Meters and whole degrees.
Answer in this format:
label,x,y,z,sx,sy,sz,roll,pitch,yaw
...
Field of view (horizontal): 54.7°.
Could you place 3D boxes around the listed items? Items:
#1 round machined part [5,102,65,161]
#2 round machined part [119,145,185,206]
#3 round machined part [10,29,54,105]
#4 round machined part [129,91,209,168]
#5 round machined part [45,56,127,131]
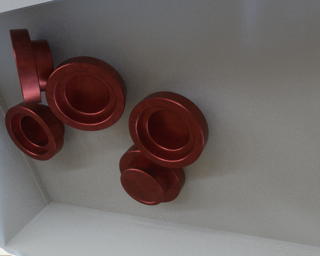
label,x,y,z,sx,sy,sz,roll,pitch,yaw
round machined part,-0.194,0.001,0.498,0.098,0.042,0.097,13,124,20
round machined part,-0.017,0.072,0.444,0.098,0.042,0.097,16,130,20
round machined part,-0.167,-0.082,0.412,0.098,0.042,0.097,169,90,-67
round machined part,0.014,-0.001,0.388,0.098,0.042,0.097,13,124,20
round machined part,-0.092,-0.047,0.400,0.099,0.042,0.097,0,125,1
